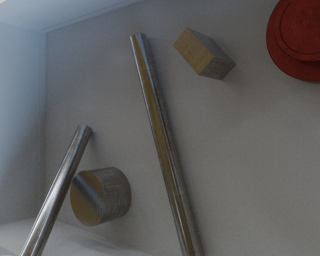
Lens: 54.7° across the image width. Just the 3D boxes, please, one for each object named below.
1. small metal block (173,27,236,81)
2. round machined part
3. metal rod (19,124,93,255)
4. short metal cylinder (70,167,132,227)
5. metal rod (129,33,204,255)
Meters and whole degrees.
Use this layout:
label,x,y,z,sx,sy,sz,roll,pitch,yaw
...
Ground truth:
label,x,y,z,sx,sy,sz,roll,pitch,yaw
small metal block,0.050,-0.082,0.348,0.025,0.050,0.050,-50,61,28
round machined part,0.143,-0.091,0.277,0.098,0.042,0.097,0,90,39
metal rod,-0.154,0.121,0.425,0.025,0.025,0.300,-18,44,38
short metal cylinder,-0.089,0.101,0.461,0.080,0.050,0.079,0,90,39
metal rod,0.005,0.017,0.400,0.025,0.025,0.299,-23,76,37
